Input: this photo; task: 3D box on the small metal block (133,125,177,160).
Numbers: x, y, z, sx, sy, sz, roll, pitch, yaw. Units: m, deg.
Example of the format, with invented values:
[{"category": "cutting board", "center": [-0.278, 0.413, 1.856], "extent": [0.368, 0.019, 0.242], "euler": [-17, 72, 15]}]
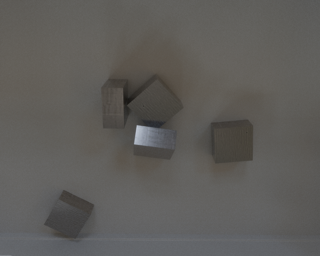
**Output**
[{"category": "small metal block", "center": [-0.007, 0.020, 0.403], "extent": [0.050, 0.050, 0.025], "euler": [8, 69, -3]}]

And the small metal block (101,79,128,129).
[{"category": "small metal block", "center": [-0.055, -0.031, 0.386], "extent": [0.025, 0.050, 0.050], "euler": [1, 110, 0]}]

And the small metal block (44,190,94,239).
[{"category": "small metal block", "center": [-0.133, 0.128, 0.457], "extent": [0.050, 0.025, 0.050], "euler": [30, 107, -11]}]

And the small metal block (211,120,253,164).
[{"category": "small metal block", "center": [0.097, 0.018, 0.419], "extent": [0.050, 0.025, 0.050], "euler": [-5, 110, 1]}]

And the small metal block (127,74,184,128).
[{"category": "small metal block", "center": [-0.006, -0.032, 0.397], "extent": [0.050, 0.025, 0.050], "euler": [-40, 111, 13]}]
